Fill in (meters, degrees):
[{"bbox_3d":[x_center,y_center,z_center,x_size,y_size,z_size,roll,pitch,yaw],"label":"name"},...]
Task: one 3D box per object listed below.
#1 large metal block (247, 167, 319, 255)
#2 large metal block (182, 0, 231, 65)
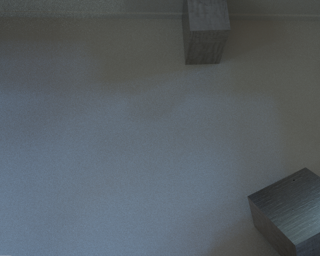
[{"bbox_3d":[0.157,0.099,0.339,0.080,0.050,0.080,-24,28,-9],"label":"large metal block"},{"bbox_3d":[0.061,-0.145,0.434,0.050,0.080,0.080,-2,70,-1],"label":"large metal block"}]
